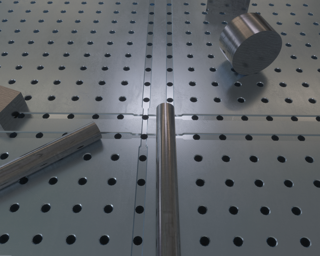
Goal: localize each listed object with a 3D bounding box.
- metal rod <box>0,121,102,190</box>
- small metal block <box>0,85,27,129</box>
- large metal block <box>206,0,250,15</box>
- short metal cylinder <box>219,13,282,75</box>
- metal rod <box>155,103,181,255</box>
[{"bbox_3d":[-0.205,0.069,0.348,0.302,0.025,0.025,-28,56,-22],"label":"metal rod"},{"bbox_3d":[-0.227,-0.032,0.433,0.050,0.025,0.050,18,52,14],"label":"small metal block"},{"bbox_3d":[0.141,-0.273,0.622,0.080,0.050,0.080,10,51,8],"label":"large metal block"},{"bbox_3d":[0.139,-0.130,0.482,0.081,0.080,0.050,-13,51,-11],"label":"short metal cylinder"},{"bbox_3d":[0.008,0.088,0.333,0.025,0.025,0.300,0,50,0],"label":"metal rod"}]
